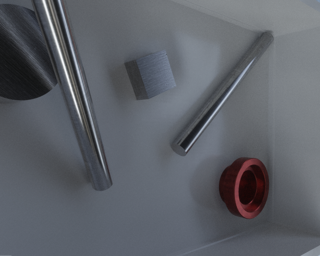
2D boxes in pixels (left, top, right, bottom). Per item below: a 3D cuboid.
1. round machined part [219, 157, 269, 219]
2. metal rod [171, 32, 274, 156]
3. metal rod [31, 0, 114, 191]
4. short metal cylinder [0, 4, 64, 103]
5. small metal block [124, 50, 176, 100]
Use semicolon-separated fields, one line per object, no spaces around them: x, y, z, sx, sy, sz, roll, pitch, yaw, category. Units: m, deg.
0.135;0.097;0.512;0.099;0.042;0.097;0;90;-40;round machined part
0.113;-0.068;0.503;0.301;0.025;0.025;-49;119;-29;metal rod
-0.081;-0.057;0.268;0.025;0.025;0.298;-36;135;-34;metal rod
-0.135;-0.063;0.278;0.081;0.050;0.079;0;90;-40;short metal cylinder
-0.012;-0.068;0.399;0.050;0.025;0.050;-29;109;-36;small metal block
